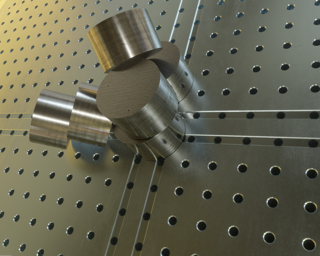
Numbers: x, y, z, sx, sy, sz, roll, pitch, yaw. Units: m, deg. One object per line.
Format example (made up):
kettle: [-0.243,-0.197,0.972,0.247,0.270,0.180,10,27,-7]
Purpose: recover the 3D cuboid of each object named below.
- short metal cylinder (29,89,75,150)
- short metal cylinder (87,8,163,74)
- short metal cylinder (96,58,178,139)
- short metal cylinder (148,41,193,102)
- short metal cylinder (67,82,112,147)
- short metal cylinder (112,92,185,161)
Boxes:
short metal cylinder: [-0.152,-0.013,0.452,0.050,0.080,0.080,14,61,-12]
short metal cylinder: [-0.043,-0.107,0.388,0.080,0.080,0.050,-22,97,15]
short metal cylinder: [-0.026,-0.034,0.360,0.080,0.050,0.080,-13,56,21]
short metal cylinder: [0.000,-0.075,0.437,0.080,0.050,0.080,-13,56,21]
short metal cylinder: [-0.091,-0.018,0.422,0.050,0.080,0.080,14,61,-12]
short metal cylinder: [-0.014,-0.004,0.401,0.080,0.050,0.080,-13,56,21]
